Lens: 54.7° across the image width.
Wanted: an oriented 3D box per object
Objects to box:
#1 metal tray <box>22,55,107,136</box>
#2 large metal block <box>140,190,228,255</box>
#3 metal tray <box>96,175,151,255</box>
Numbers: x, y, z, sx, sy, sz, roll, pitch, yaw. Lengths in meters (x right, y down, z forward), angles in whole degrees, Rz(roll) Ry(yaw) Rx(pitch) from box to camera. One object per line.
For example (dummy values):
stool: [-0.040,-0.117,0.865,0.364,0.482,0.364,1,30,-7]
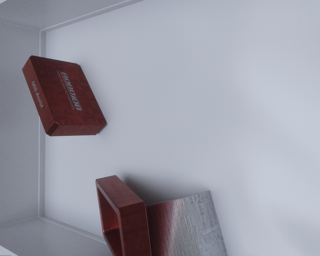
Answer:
metal tray: [-0.149,-0.049,0.484,0.030,0.091,0.130,-42,65,32]
large metal block: [0.024,0.125,0.369,0.080,0.050,0.080,-23,76,37]
metal tray: [-0.050,0.120,0.395,0.130,0.030,0.089,-165,68,-67]
